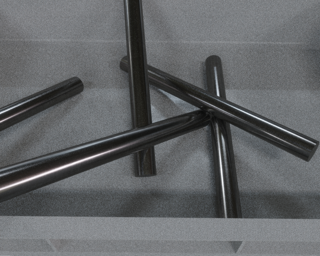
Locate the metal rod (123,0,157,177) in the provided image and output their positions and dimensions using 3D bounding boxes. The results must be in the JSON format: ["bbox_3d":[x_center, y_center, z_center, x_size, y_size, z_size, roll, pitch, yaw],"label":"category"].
[{"bbox_3d":[-0.029,-0.088,0.401,0.025,0.025,0.299,-4,74,-4],"label":"metal rod"}]

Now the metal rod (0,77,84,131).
[{"bbox_3d":[-0.202,0.001,0.349,0.025,0.025,0.302,27,39,20],"label":"metal rod"}]

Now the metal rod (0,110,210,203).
[{"bbox_3d":[-0.043,0.018,0.311,0.025,0.025,0.302,40,36,28],"label":"metal rod"}]

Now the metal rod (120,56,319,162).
[{"bbox_3d":[0.054,-0.039,0.410,0.300,0.025,0.025,31,56,33],"label":"metal rod"}]

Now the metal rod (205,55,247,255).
[{"bbox_3d":[0.079,0.008,0.399,0.025,0.025,0.300,2,50,1],"label":"metal rod"}]
